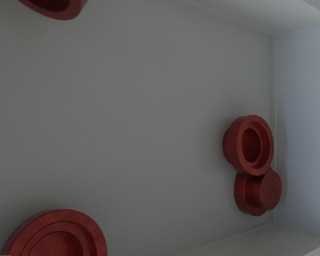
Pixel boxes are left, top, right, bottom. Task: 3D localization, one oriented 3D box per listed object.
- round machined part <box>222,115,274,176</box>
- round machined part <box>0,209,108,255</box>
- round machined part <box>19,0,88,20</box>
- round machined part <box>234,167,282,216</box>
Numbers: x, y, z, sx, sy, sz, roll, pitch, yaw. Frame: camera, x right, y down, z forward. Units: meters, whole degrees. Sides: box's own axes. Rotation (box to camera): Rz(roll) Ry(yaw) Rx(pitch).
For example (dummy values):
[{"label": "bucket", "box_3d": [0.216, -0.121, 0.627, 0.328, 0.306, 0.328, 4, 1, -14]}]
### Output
[{"label": "round machined part", "box_3d": [0.141, 0.029, 0.510, 0.099, 0.042, 0.097, 4, 83, -38]}, {"label": "round machined part", "box_3d": [-0.104, 0.129, 0.301, 0.099, 0.042, 0.098, 11, 72, -38]}, {"label": "round machined part", "box_3d": [-0.104, -0.146, 0.272, 0.098, 0.098, 0.042, 38, 67, -34]}, {"label": "round machined part", "box_3d": [0.177, 0.106, 0.544, 0.099, 0.042, 0.097, 0, 90, -40]}]
